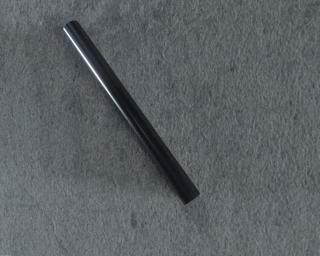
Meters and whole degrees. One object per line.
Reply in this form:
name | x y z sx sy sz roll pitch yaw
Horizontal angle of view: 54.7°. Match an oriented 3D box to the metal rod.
metal rod | -0.044 -0.029 0.423 0.025 0.025 0.299 -39 78 15
